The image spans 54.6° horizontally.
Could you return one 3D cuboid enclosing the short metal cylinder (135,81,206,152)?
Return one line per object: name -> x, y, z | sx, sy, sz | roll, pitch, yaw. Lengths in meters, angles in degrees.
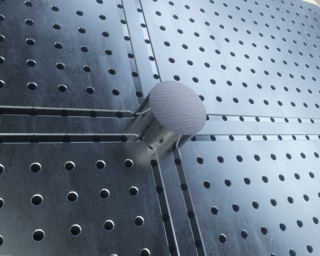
short metal cylinder -> 0.013, -0.015, 0.408 | 0.081, 0.050, 0.080 | 13, 56, -21
